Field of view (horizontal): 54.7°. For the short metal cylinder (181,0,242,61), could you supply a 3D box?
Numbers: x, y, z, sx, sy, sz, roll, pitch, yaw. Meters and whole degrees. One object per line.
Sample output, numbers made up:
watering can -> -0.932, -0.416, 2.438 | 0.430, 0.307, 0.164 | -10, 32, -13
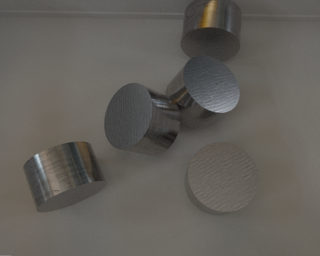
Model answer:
short metal cylinder -> 0.071, -0.135, 0.431 | 0.080, 0.080, 0.050 | 7, 70, 2

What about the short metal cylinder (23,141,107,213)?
short metal cylinder -> -0.109, 0.057, 0.358 | 0.080, 0.080, 0.050 | -24, 72, -9

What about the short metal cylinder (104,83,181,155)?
short metal cylinder -> -0.022, -0.009, 0.378 | 0.080, 0.050, 0.080 | -13, 70, 39

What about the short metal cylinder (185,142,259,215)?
short metal cylinder -> 0.072, 0.062, 0.375 | 0.081, 0.050, 0.080 | 0, 70, 0

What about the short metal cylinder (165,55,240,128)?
short metal cylinder -> 0.054, -0.046, 0.399 | 0.081, 0.050, 0.080 | 10, 64, -22
